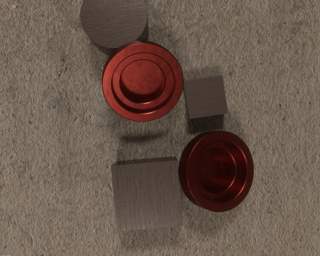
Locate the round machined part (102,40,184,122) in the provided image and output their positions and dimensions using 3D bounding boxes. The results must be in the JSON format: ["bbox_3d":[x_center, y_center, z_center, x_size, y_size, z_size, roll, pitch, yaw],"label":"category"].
[{"bbox_3d":[-0.023,-0.061,0.389,0.099,0.042,0.097,-4,115,-9],"label":"round machined part"}]

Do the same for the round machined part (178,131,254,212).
[{"bbox_3d":[0.066,0.053,0.391,0.099,0.042,0.097,1,87,-25],"label":"round machined part"}]

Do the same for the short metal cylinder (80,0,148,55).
[{"bbox_3d":[-0.056,-0.136,0.397,0.081,0.050,0.079,0,90,-1],"label":"short metal cylinder"}]

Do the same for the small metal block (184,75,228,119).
[{"bbox_3d":[0.059,-0.040,0.411,0.050,0.025,0.050,-8,90,-1],"label":"small metal block"}]

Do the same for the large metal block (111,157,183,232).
[{"bbox_3d":[-0.015,0.082,0.397,0.081,0.050,0.079,-5,90,-1],"label":"large metal block"}]
